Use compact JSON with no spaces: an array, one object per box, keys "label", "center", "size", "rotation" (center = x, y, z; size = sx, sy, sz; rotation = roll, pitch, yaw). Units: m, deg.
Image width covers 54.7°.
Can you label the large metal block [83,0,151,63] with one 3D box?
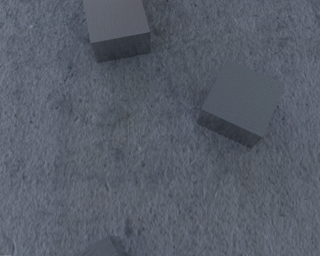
[{"label":"large metal block","center":[-0.061,-0.148,0.448],"size":[0.081,0.050,0.080],"rotation":[-12,71,-5]}]

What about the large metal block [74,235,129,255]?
[{"label":"large metal block","center":[-0.072,0.156,0.321],"size":[0.080,0.080,0.050],"rotation":[-28,73,-10]}]

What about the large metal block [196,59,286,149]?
[{"label":"large metal block","center":[0.104,-0.031,0.407],"size":[0.080,0.050,0.080],"rotation":[26,72,9]}]

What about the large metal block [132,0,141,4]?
[{"label":"large metal block","center":[-0.039,-0.260,0.489],"size":[0.080,0.050,0.080],"rotation":[42,75,13]}]
